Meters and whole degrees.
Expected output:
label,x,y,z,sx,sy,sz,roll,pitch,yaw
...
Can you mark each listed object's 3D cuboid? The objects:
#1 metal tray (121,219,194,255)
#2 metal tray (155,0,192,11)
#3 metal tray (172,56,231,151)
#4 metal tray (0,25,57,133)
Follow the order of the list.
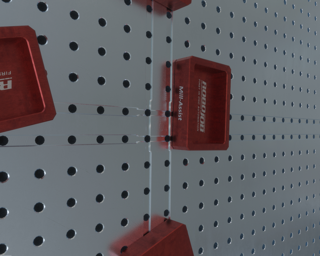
label,x,y,z,sx,sy,sz,roll,pitch,yaw
metal tray,0.008,0.201,0.412,0.091,0.030,0.129,-24,105,-37
metal tray,0.007,-0.236,0.409,0.091,0.030,0.129,13,82,-39
metal tray,0.063,-0.032,0.457,0.091,0.030,0.129,3,88,-40
metal tray,-0.166,-0.036,0.265,0.131,0.030,0.090,-19,102,-38
